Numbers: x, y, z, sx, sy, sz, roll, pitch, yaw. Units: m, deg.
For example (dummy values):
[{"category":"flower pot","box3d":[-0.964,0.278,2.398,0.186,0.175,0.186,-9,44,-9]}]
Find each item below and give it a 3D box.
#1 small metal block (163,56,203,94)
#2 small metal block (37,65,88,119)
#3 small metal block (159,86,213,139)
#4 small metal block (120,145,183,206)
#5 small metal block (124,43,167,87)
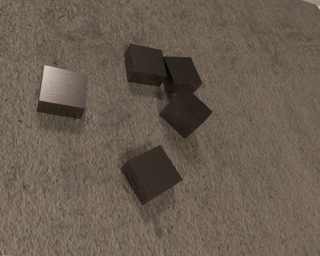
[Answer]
[{"category":"small metal block","box3d":[0.029,-0.080,0.471,0.050,0.025,0.050,-6,65,-31]},{"category":"small metal block","box3d":[-0.115,-0.042,0.368,0.050,0.025,0.050,10,58,-24]},{"category":"small metal block","box3d":[0.034,-0.020,0.420,0.050,0.050,0.025,44,51,1]},{"category":"small metal block","box3d":[-0.010,0.055,0.366,0.050,0.025,0.050,-24,75,-37]},{"category":"small metal block","box3d":[-0.022,-0.091,0.449,0.050,0.025,0.050,5,59,-26]}]
